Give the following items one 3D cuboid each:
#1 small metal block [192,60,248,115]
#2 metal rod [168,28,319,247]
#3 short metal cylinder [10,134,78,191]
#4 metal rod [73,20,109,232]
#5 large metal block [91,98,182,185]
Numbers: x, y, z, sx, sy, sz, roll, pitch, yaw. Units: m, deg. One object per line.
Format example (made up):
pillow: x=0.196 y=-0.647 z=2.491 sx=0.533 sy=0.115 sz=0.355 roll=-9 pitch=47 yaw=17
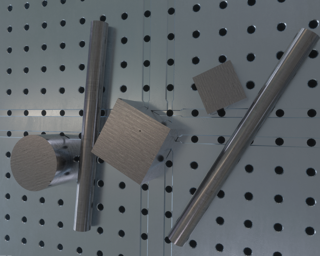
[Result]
small metal block: x=0.075 y=-0.049 z=0.386 sx=0.050 sy=0.025 sz=0.050 roll=-24 pitch=82 yaw=18
metal rod: x=0.095 y=0.019 z=0.378 sx=0.025 sy=0.025 sz=0.299 roll=34 pitch=101 yaw=17
short metal cylinder: x=-0.170 y=0.049 z=0.459 sx=0.080 sy=0.050 sz=0.079 roll=0 pitch=90 yaw=19
metal rod: x=-0.100 y=-0.001 z=0.447 sx=0.025 sy=0.025 sz=0.298 roll=6 pitch=92 yaw=20
large metal block: x=-0.030 y=0.016 z=0.410 sx=0.080 sy=0.050 sz=0.080 roll=31 pitch=100 yaw=17
